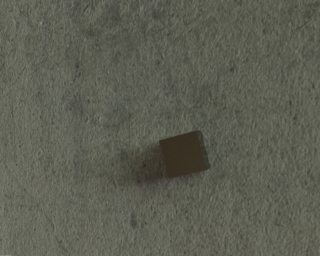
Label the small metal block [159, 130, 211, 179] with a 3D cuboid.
[{"bbox_3d":[0.032,0.033,0.397,0.050,0.025,0.050,-16,85,19],"label":"small metal block"}]
